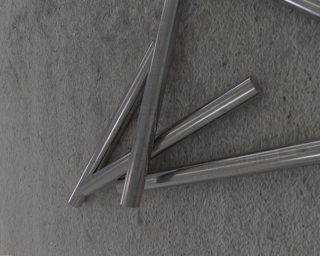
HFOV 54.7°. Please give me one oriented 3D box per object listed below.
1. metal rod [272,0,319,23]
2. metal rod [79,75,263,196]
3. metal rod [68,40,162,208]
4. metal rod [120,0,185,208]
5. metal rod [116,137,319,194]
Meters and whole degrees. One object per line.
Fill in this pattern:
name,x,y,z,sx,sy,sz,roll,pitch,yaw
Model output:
metal rod,0.065,-0.190,0.351,0.300,0.025,0.025,44,116,31
metal rod,-0.007,0.024,0.400,0.299,0.025,0.025,-33,70,32
metal rod,-0.071,0.008,0.463,0.025,0.025,0.298,46,117,30
metal rod,-0.005,-0.052,0.380,0.025,0.025,0.298,11,88,39
metal rod,0.058,0.049,0.357,0.299,0.025,0.025,-17,79,38
